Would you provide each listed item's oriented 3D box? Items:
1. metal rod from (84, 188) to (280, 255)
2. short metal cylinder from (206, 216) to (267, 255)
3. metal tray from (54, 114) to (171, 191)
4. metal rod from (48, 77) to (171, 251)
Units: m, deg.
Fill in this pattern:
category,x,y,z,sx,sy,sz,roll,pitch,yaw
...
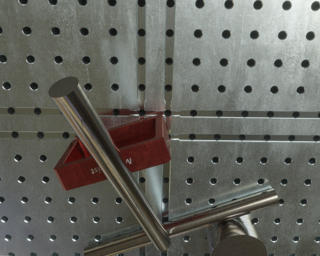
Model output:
category,x,y,z,sx,sy,sz,roll,pitch,yaw
metal rod,0.028,0.149,0.468,0.301,0.025,0.025,-19,109,6
short metal cylinder,0.113,0.177,0.467,0.081,0.050,0.079,0,110,-1
metal tray,-0.054,0.027,0.387,0.131,0.090,0.030,-16,110,5
metal rod,-0.035,0.067,0.345,0.025,0.025,0.299,-16,135,6
